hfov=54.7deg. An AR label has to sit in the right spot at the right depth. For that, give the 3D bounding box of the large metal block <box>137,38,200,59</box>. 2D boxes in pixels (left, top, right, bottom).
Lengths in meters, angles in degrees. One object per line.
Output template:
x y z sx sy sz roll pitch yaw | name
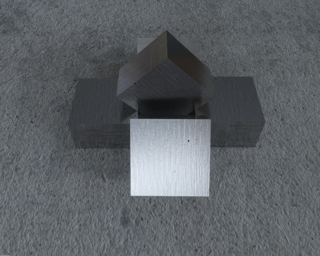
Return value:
0.011 -0.095 0.441 0.081 0.080 0.050 0 94 0 | large metal block

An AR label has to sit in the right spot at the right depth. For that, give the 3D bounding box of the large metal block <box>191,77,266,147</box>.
0.082 -0.022 0.404 0.081 0.050 0.080 0 50 0 | large metal block

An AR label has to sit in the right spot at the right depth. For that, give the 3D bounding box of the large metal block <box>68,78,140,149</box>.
-0.067 -0.020 0.404 0.081 0.050 0.080 0 50 -1 | large metal block

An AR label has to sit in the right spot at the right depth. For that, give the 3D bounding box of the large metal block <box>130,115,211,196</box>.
0.011 0.027 0.338 0.081 0.079 0.050 0 7 1 | large metal block

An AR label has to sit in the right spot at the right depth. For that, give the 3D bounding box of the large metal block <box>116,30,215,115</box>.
0.006 -0.054 0.372 0.080 0.080 0.050 -32 41 32 | large metal block
